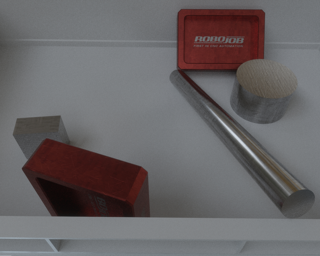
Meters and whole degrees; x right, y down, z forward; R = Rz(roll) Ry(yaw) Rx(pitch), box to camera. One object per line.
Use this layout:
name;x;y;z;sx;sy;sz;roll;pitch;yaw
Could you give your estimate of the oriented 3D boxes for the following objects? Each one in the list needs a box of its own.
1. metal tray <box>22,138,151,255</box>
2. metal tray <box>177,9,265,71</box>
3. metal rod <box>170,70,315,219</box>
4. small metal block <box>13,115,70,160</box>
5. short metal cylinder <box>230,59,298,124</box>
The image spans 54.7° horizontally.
metal tray;-0.057;0.070;0.278;0.090;0.129;0.030;15;52;12
metal tray;0.092;-0.134;0.480;0.131;0.030;0.089;0;95;-1
metal rod;0.061;-0.013;0.342;0.025;0.025;0.300;-11;28;-9
small metal block;-0.142;0.012;0.377;0.050;0.050;0.025;-4;50;-4
short metal cylinder;0.143;-0.052;0.434;0.081;0.050;0.080;0;50;0
